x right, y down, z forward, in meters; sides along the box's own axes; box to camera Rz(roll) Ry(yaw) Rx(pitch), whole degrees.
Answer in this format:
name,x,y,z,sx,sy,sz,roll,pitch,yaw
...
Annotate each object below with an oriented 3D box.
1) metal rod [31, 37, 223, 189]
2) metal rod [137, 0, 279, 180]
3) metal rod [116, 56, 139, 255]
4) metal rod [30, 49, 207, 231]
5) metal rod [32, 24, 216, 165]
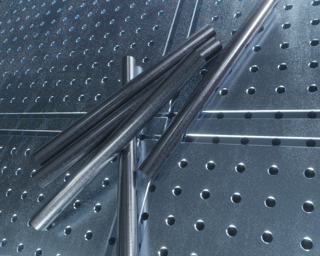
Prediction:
name,x,y,z,sx,sy,sz,roll,pitch,yaw
metal rod,-0.036,-0.026,0.412,0.301,0.025,0.025,-38,51,-10
metal rod,0.069,-0.062,0.409,0.025,0.025,0.300,28,77,37
metal rod,-0.043,0.018,0.418,0.025,0.025,0.299,-16,55,19
metal rod,-0.056,0.019,0.391,0.300,0.025,0.025,-46,51,7
metal rod,-0.042,-0.050,0.429,0.301,0.025,0.025,-39,51,-10
